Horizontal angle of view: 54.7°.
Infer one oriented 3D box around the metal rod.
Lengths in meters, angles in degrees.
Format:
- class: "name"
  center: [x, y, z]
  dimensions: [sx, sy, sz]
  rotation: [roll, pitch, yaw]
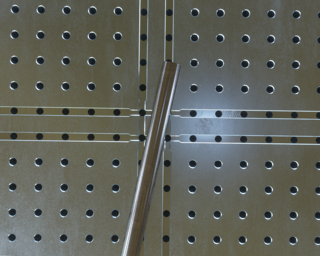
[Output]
- class: "metal rod"
  center: [-0.016, 0.060, 0.413]
  dimensions: [0.025, 0.025, 0.298]
  rotation: [12, 90, -1]
